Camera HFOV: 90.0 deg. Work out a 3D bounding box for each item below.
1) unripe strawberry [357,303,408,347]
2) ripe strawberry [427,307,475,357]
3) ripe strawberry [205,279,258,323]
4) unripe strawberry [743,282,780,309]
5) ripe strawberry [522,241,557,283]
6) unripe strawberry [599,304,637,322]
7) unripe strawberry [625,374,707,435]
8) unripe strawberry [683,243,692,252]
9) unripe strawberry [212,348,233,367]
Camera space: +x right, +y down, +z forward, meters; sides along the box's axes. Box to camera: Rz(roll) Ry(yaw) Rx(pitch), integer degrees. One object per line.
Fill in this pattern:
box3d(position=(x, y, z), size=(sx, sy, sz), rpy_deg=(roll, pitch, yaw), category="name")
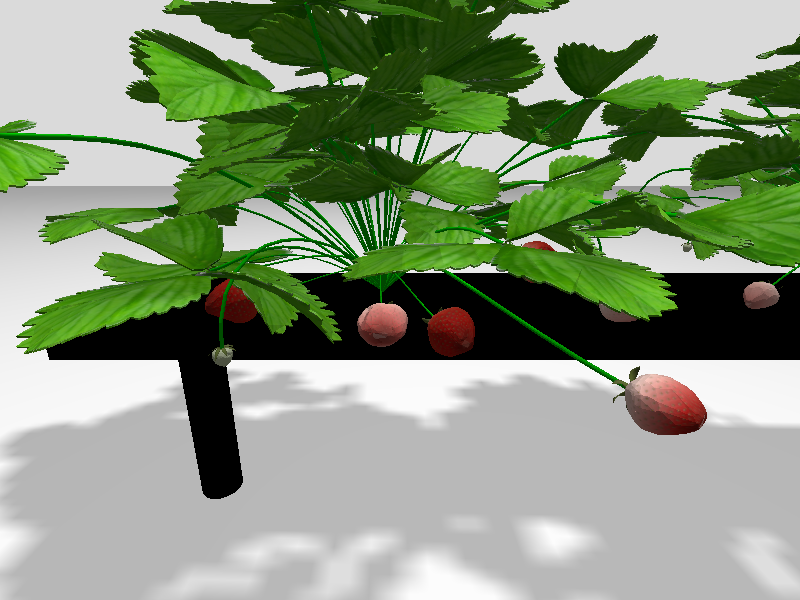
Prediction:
box3d(position=(-0.010, 0.016, 0.241), size=(0.031, 0.028, 0.028), rpy_deg=(-1, 18, -2), category="unripe strawberry")
box3d(position=(0.031, 0.020, 0.232), size=(0.028, 0.030, 0.031), rpy_deg=(-6, 19, -18), category="ripe strawberry")
box3d(position=(-0.119, 0.000, 0.285), size=(0.036, 0.035, 0.033), rpy_deg=(-14, 22, -35), category="ripe strawberry")
box3d(position=(0.282, -0.002, 0.315), size=(0.022, 0.022, 0.021), rpy_deg=(-33, 24, -7), category="unripe strawberry")
box3d(position=(0.135, -0.036, 0.384), size=(0.041, 0.040, 0.045), rpy_deg=(-3, 18, -10), category="ripe strawberry")
box3d(position=(0.157, 0.005, 0.283), size=(0.026, 0.025, 0.028), rpy_deg=(33, 28, 14), category="unripe strawberry")
box3d(position=(0.108, 0.043, 0.163), size=(0.027, 0.023, 0.027), rpy_deg=(-10, 21, -29), category="unripe strawberry")
box3d(position=(0.359, -0.065, 0.500), size=(0.011, 0.011, 0.010), rpy_deg=(-9, 20, -26), category="unripe strawberry")
box3d(position=(-0.088, 0.028, 0.198), size=(0.009, 0.010, 0.010), rpy_deg=(7, 19, 22), category="unripe strawberry")
